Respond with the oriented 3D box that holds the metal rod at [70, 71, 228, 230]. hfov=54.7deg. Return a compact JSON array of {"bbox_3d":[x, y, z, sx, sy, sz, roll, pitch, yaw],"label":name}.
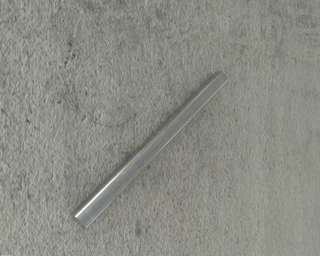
[{"bbox_3d":[0.004,0.011,0.412,0.301,0.025,0.025,-44,117,-31],"label":"metal rod"}]
